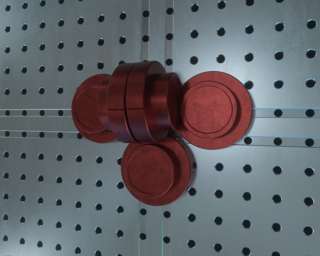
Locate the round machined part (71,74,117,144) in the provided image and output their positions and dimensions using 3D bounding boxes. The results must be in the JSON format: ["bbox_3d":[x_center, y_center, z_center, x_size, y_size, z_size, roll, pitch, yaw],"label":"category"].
[{"bbox_3d":[-0.083,-0.027,0.431,0.098,0.042,0.097,0,90,19],"label":"round machined part"}]

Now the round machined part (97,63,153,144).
[{"bbox_3d":[-0.042,-0.030,0.381,0.042,0.098,0.097,1,91,20],"label":"round machined part"}]

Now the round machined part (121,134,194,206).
[{"bbox_3d":[-0.007,0.054,0.405,0.098,0.042,0.097,0,90,19],"label":"round machined part"}]

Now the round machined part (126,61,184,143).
[{"bbox_3d":[0.000,-0.031,0.367,0.042,0.098,0.097,-1,90,20],"label":"round machined part"}]

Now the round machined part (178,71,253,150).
[{"bbox_3d":[0.062,-0.022,0.380,0.098,0.042,0.097,0,90,19],"label":"round machined part"}]
